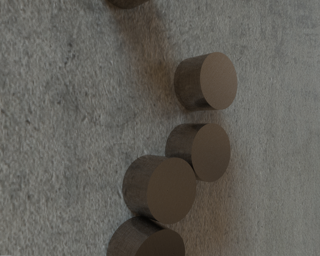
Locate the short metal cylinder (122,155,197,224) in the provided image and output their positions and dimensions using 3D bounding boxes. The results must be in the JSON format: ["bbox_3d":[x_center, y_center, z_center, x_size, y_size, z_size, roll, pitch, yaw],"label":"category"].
[{"bbox_3d":[0.000,0.075,0.391,0.081,0.050,0.079,0,90,-40],"label":"short metal cylinder"}]

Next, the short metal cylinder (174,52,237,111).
[{"bbox_3d":[0.067,-0.065,0.447,0.081,0.050,0.079,0,90,-40],"label":"short metal cylinder"}]

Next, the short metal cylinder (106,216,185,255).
[{"bbox_3d":[-0.016,0.153,0.373,0.081,0.050,0.079,-5,99,-38],"label":"short metal cylinder"}]

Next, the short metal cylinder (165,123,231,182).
[{"bbox_3d":[0.054,0.033,0.436,0.081,0.050,0.079,0,90,-40],"label":"short metal cylinder"}]

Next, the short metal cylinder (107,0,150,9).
[{"bbox_3d":[-0.032,-0.187,0.363,0.081,0.050,0.079,0,90,-40],"label":"short metal cylinder"}]
